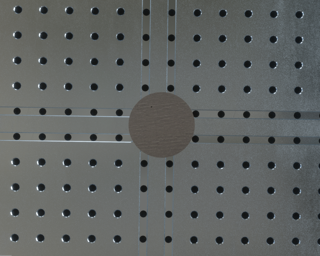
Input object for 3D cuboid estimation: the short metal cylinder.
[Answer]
[{"bbox_3d":[0.002,-0.004,0.401,0.080,0.050,0.080,0,90,0],"label":"short metal cylinder"}]
